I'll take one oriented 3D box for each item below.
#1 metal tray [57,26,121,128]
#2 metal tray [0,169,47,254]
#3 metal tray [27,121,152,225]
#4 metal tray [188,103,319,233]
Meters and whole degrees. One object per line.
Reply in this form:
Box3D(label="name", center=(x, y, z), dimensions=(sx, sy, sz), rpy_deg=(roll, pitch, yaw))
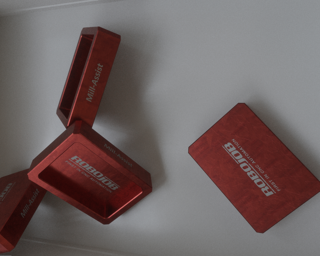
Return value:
Box3D(label="metal tray", center=(-0.099, -0.067, 0.413), dimensions=(0.090, 0.030, 0.129), rpy_deg=(31, 103, 59))
Box3D(label="metal tray", center=(-0.216, 0.114, 0.433), dimensions=(0.090, 0.130, 0.030), rpy_deg=(-18, 120, 18))
Box3D(label="metal tray", center=(-0.085, 0.061, 0.395), dimensions=(0.090, 0.030, 0.130), rpy_deg=(-40, 118, 15))
Box3D(label="metal tray", center=(0.109, 0.045, 0.369), dimensions=(0.090, 0.030, 0.130), rpy_deg=(-44, 77, 14))
